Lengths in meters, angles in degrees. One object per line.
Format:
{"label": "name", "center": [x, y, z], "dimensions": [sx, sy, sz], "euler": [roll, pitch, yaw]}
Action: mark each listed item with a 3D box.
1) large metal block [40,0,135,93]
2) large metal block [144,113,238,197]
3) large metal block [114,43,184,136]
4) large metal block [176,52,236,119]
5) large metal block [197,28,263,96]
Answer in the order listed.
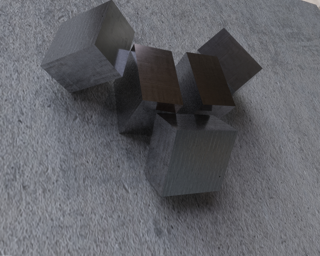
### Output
{"label": "large metal block", "center": [-0.084, -0.096, 0.373], "dimensions": [0.050, 0.080, 0.080], "euler": [49, 39, -43]}
{"label": "large metal block", "center": [0.034, 0.029, 0.364], "dimensions": [0.081, 0.079, 0.050], "euler": [1, 22, -28]}
{"label": "large metal block", "center": [-0.019, -0.044, 0.388], "dimensions": [0.050, 0.080, 0.080], "euler": [5, 60, -26]}
{"label": "large metal block", "center": [0.048, -0.044, 0.425], "dimensions": [0.050, 0.080, 0.080], "euler": [1, 62, -28]}
{"label": "large metal block", "center": [0.101, -0.093, 0.475], "dimensions": [0.050, 0.080, 0.080], "euler": [-41, 84, -1]}
